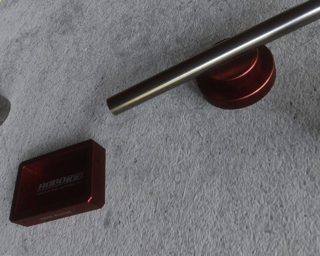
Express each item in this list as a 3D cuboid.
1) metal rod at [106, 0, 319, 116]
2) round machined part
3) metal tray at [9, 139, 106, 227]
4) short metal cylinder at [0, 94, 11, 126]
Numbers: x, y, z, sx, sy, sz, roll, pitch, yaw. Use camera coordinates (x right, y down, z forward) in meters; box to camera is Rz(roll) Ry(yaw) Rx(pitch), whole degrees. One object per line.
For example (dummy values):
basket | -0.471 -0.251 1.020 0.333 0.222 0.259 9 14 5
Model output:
metal rod | 0.072 -0.087 0.364 0.301 0.025 0.025 -24 53 12
round machined part | 0.092 -0.075 0.390 0.098 0.042 0.098 -13 56 20
metal tray | -0.139 0.076 0.424 0.130 0.030 0.090 -18 55 17
short metal cylinder | -0.331 -0.035 0.579 0.080 0.050 0.080 -13 56 20
